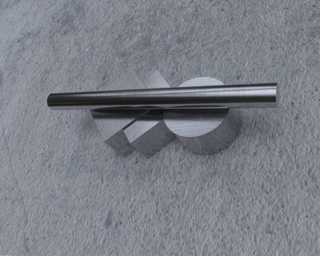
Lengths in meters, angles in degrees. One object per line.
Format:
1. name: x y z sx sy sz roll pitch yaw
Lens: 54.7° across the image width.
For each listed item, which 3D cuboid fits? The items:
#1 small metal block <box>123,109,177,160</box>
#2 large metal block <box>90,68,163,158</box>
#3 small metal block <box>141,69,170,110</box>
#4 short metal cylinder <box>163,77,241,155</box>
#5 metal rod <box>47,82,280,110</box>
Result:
1. small metal block: -0.010 0.007 0.392 0.050 0.050 0.025 -36 52 4
2. large metal block: -0.043 -0.021 0.423 0.080 0.050 0.080 -36 51 4
3. small metal block: 0.007 -0.042 0.412 0.025 0.050 0.050 -37 52 4
4. short metal cylinder: 0.051 -0.014 0.370 0.080 0.050 0.080 -13 56 21
5. metal rod: -0.019 -0.035 0.370 0.300 0.025 0.025 1 62 28
